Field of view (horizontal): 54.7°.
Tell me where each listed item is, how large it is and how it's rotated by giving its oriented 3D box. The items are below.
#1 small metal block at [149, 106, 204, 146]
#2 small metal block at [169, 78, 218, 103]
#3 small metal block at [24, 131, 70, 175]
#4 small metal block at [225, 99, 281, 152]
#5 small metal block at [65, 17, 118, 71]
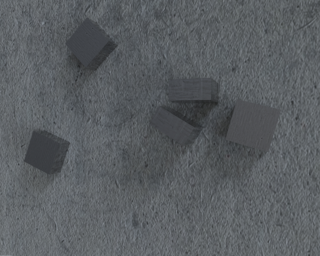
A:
[{"bbox_3d":[0.022,-0.003,0.388,0.050,0.050,0.025,33,101,17],"label":"small metal block"},{"bbox_3d":[0.043,-0.045,0.381,0.050,0.050,0.025,1,90,20],"label":"small metal block"},{"bbox_3d":[-0.171,0.036,0.469,0.050,0.025,0.050,22,97,18],"label":"small metal block"},{"bbox_3d":[0.111,-0.003,0.370,0.050,0.025,0.050,17,96,19],"label":"small metal block"},{"bbox_3d":[-0.098,-0.119,0.444,0.050,0.025,0.050,-45,76,14],"label":"small metal block"}]
